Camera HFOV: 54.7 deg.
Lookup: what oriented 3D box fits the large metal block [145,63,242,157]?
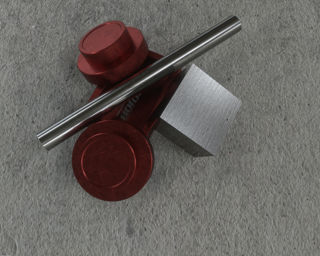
[{"bbox_3d":[0.042,-0.019,0.388,0.080,0.050,0.080,35,71,-14],"label":"large metal block"}]

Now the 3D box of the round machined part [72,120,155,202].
[{"bbox_3d":[-0.058,0.039,0.367,0.099,0.042,0.097,0,90,7],"label":"round machined part"}]

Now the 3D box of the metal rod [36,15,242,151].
[{"bbox_3d":[-0.018,-0.064,0.402,0.301,0.025,0.025,-34,74,-12],"label":"metal rod"}]

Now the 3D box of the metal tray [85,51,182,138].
[{"bbox_3d":[-0.036,-0.046,0.423,0.090,0.030,0.130,23,71,8],"label":"metal tray"}]

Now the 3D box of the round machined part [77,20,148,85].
[{"bbox_3d":[-0.069,-0.107,0.418,0.098,0.042,0.098,-13,47,15],"label":"round machined part"}]
